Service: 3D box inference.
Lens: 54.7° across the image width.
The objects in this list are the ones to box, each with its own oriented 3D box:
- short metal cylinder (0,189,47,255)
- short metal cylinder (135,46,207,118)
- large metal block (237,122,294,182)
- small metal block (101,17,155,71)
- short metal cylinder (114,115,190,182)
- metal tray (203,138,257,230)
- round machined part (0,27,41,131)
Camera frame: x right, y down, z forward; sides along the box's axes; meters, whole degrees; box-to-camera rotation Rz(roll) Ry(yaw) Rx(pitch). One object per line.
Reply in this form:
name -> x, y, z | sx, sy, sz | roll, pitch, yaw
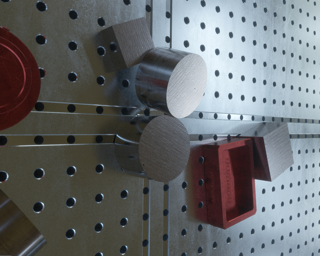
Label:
short metal cylinder -> -0.141, 0.085, 0.255 | 0.050, 0.080, 0.080 | -43, 116, -31
short metal cylinder -> 0.015, -0.058, 0.388 | 0.081, 0.050, 0.079 | -28, 130, -41
large metal block -> 0.190, 0.039, 0.552 | 0.081, 0.050, 0.080 | -23, 105, -38
small metal block -> -0.036, -0.103, 0.378 | 0.050, 0.025, 0.050 | -31, 109, -36
short metal cylinder -> -0.009, 0.024, 0.385 | 0.081, 0.050, 0.080 | 0, 90, -40
metal tray -> 0.115, 0.085, 0.502 | 0.091, 0.030, 0.129 | -8, 95, -40
round machined part -> -0.153, -0.044, 0.269 | 0.099, 0.042, 0.097 | 0, 90, -40
